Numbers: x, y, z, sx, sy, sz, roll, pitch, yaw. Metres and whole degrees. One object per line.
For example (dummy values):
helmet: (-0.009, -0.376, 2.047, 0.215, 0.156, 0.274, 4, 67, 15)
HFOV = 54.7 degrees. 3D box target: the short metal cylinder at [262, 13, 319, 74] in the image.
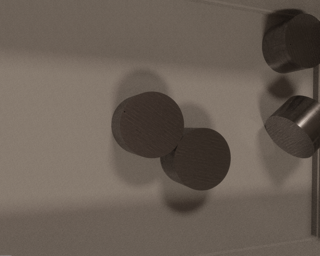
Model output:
short metal cylinder: (0.206, -0.127, 0.475, 0.081, 0.050, 0.079, 0, 90, -21)

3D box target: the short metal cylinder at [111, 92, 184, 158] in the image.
short metal cylinder: (-0.017, -0.004, 0.392, 0.081, 0.050, 0.079, 0, 90, -20)

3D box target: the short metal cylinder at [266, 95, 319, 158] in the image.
short metal cylinder: (0.207, -0.002, 0.460, 0.050, 0.080, 0.080, -40, 103, -16)

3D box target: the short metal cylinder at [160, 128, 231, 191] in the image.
short metal cylinder: (0.047, 0.039, 0.416, 0.081, 0.050, 0.079, 0, 90, -21)
